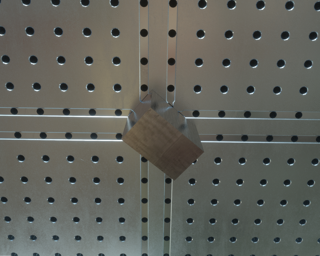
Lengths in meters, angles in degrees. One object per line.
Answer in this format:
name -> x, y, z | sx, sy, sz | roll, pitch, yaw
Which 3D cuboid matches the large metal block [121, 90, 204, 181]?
large metal block -> 0.003, 0.006, 0.386 | 0.080, 0.080, 0.050 | 39, 106, -14
